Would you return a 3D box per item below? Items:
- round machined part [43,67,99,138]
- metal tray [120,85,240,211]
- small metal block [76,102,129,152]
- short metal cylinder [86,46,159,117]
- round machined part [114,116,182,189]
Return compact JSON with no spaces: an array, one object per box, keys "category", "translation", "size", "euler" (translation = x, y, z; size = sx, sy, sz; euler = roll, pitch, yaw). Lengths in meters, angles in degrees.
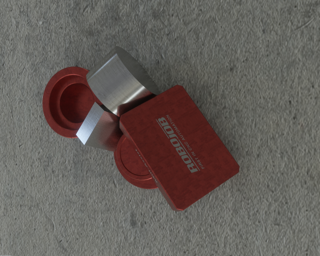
[{"category":"round machined part","translation":[-0.113,-0.035,0.439],"size":[0.098,0.042,0.097],"euler":[0,90,19]},{"category":"metal tray","translation":[0.022,0.022,0.376],"size":[0.091,0.030,0.130],"euler":[-31,79,-15]},{"category":"small metal block","translation":[-0.071,0.000,0.402],"size":[0.025,0.050,0.050],"euler":[41,104,40]},{"category":"short metal cylinder","translation":[-0.046,-0.057,0.397],"size":[0.050,0.080,0.080],"euler":[-39,78,16]},{"category":"round machined part","translation":[-0.018,0.032,0.406],"size":[0.098,0.042,0.097],"euler":[0,90,19]}]
